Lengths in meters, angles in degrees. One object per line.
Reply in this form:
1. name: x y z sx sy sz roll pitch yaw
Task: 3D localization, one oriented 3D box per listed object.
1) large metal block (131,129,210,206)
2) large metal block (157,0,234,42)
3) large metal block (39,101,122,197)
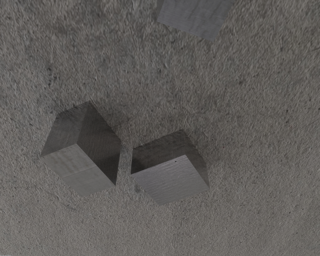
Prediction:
1. large metal block: 0.015 0.058 0.440 0.080 0.050 0.080 -23 127 18
2. large metal block: 0.035 -0.132 0.259 0.050 0.080 0.079 16 128 -13
3. large metal block: -0.095 0.026 0.392 0.050 0.080 0.080 -21 127 16
